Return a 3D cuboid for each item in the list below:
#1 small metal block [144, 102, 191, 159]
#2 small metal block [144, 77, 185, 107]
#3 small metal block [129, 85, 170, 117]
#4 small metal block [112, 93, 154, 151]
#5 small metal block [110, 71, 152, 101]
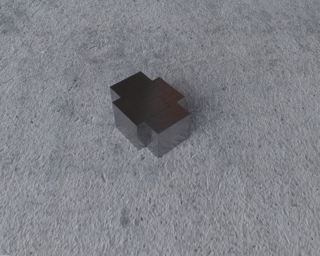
[{"bbox_3d":[0.009,0.004,0.385,0.050,0.050,0.025,-32,57,-24],"label":"small metal block"},{"bbox_3d":[0.006,-0.032,0.414,0.025,0.050,0.050,-34,58,-25],"label":"small metal block"},{"bbox_3d":[-0.014,-0.019,0.404,0.025,0.050,0.050,-33,58,-24],"label":"small metal block"},{"bbox_3d":[-0.033,-0.007,0.393,0.025,0.050,0.050,-33,58,-24],"label":"small metal block"},{"bbox_3d":[-0.038,-0.042,0.422,0.050,0.050,0.025,-32,57,-24],"label":"small metal block"}]
